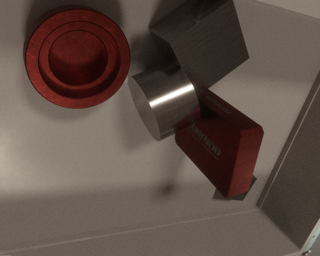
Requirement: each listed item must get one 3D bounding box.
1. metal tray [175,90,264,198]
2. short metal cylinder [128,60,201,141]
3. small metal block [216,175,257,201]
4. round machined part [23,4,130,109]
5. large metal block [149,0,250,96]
[{"bbox_3d":[0.065,0.011,0.385,0.030,0.130,0.089,-10,123,-23],"label":"metal tray"},{"bbox_3d":[0.004,-0.031,0.357,0.050,0.080,0.080,-25,128,-13],"label":"short metal cylinder"},{"bbox_3d":[0.135,0.099,0.547,0.050,0.025,0.050,14,111,-34],"label":"small metal block"},{"bbox_3d":[-0.083,-0.072,0.309,0.099,0.042,0.097,-14,125,-21],"label":"round machined part"},{"bbox_3d":[0.047,-0.097,0.358,0.080,0.050,0.080,-37,132,-4],"label":"large metal block"}]
